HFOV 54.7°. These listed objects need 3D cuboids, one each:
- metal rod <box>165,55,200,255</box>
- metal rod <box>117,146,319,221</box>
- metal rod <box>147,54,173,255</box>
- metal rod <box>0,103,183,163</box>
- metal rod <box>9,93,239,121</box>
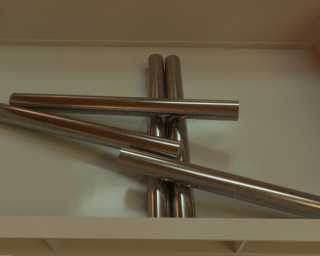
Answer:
[{"bbox_3d":[0.023,0.009,0.394,0.025,0.025,0.300,-1,50,-1],"label":"metal rod"},{"bbox_3d":[0.104,0.068,0.325,0.302,0.025,0.025,14,51,4],"label":"metal rod"},{"bbox_3d":[-0.003,0.007,0.395,0.025,0.025,0.300,-1,50,-1],"label":"metal rod"},{"bbox_3d":[-0.119,-0.002,0.387,0.301,0.025,0.025,12,51,16],"label":"metal rod"},{"bbox_3d":[-0.053,-0.028,0.401,0.301,0.025,0.025,3,50,11],"label":"metal rod"}]
